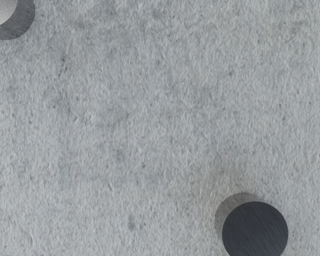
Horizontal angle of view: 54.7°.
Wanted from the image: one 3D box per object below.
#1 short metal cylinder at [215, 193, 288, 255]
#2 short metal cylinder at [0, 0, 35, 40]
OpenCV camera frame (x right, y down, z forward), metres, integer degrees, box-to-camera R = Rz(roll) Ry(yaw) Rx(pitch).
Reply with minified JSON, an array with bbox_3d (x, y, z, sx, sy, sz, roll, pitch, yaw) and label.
[{"bbox_3d":[0.115,0.128,0.399,0.081,0.050,0.079,0,90,-1],"label":"short metal cylinder"},{"bbox_3d":[-0.210,-0.159,0.395,0.081,0.050,0.079,0,90,-1],"label":"short metal cylinder"}]
